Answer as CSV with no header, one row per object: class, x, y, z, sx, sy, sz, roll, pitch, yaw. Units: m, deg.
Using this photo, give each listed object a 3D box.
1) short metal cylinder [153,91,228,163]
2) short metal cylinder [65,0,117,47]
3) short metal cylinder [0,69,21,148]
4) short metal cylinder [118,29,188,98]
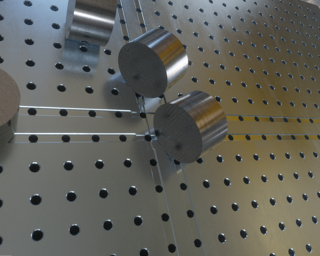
short metal cylinder,0.038,-0.002,0.394,0.050,0.080,0.080,-28,78,-37
short metal cylinder,-0.094,-0.155,0.416,0.050,0.080,0.080,6,59,-25
short metal cylinder,-0.183,-0.019,0.305,0.081,0.050,0.080,14,56,-21
short metal cylinder,-0.009,-0.087,0.421,0.080,0.080,0.050,44,51,2
